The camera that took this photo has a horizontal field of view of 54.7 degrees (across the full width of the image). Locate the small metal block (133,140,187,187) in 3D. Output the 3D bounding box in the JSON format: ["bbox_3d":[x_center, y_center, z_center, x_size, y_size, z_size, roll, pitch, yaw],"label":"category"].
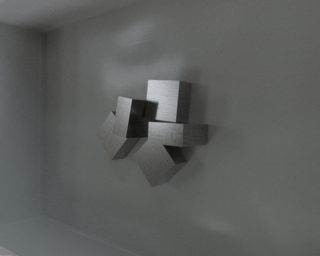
[{"bbox_3d":[-0.001,0.040,0.403,0.050,0.025,0.050,-48,62,29],"label":"small metal block"}]

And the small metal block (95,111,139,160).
[{"bbox_3d":[-0.062,0.011,0.453,0.050,0.025,0.050,-52,60,27],"label":"small metal block"}]

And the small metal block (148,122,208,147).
[{"bbox_3d":[0.022,0.007,0.368,0.050,0.050,0.025,4,93,39],"label":"small metal block"}]

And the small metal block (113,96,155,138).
[{"bbox_3d":[-0.032,-0.014,0.412,0.025,0.050,0.050,16,100,38],"label":"small metal block"}]

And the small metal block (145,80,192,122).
[{"bbox_3d":[0.010,-0.035,0.394,0.050,0.025,0.050,8,95,39],"label":"small metal block"}]
